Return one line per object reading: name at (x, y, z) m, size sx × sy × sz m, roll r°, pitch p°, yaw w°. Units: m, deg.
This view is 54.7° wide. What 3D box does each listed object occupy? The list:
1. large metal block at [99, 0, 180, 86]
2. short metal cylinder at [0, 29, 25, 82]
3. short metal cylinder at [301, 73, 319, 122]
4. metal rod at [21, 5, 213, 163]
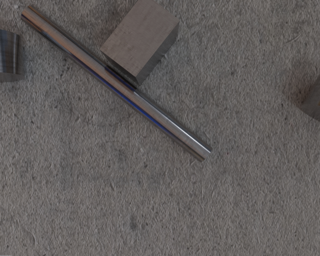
large metal block at (-0.022, -0.103, 0.382) m, size 0.050 × 0.080 × 0.080 m, roll 38°, pitch 90°, yaw 0°
short metal cylinder at (-0.212, -0.086, 0.381) m, size 0.081 × 0.080 × 0.050 m, roll -4°, pitch 90°, yaw 0°
short metal cylinder at (0.227, -0.032, 0.384) m, size 0.080 × 0.080 × 0.050 m, roll 29°, pitch 90°, yaw 0°
metal rod at (-0.056, -0.057, 0.409) m, size 0.300 × 0.025 × 0.025 m, roll 38°, pitch 90°, yaw 0°
